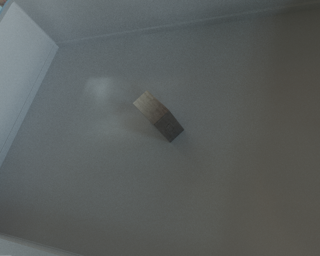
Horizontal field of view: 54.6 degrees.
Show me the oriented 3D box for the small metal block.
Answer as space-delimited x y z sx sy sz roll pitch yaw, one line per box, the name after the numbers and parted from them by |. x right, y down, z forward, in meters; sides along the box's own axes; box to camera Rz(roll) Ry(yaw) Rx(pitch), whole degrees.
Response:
-0.001 -0.015 0.400 0.025 0.050 0.050 -43 51 -1 | small metal block
